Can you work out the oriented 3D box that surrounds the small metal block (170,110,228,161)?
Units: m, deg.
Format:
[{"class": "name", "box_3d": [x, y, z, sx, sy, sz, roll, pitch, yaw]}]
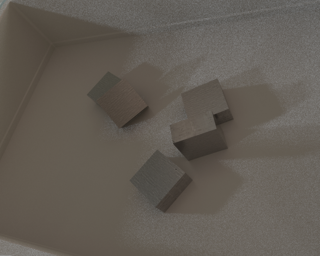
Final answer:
[{"class": "small metal block", "box_3d": [0.046, 0.010, 0.359, 0.050, 0.050, 0.025, -20, 54, 16]}]

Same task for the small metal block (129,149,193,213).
[{"class": "small metal block", "box_3d": [0.001, 0.062, 0.366, 0.050, 0.025, 0.050, -48, 52, -6]}]

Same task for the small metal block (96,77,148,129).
[{"class": "small metal block", "box_3d": [-0.052, -0.034, 0.436, 0.050, 0.025, 0.050, -39, 91, 1]}]

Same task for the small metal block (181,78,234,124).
[{"class": "small metal block", "box_3d": [0.059, -0.028, 0.391, 0.050, 0.025, 0.050, -22, 54, 14]}]

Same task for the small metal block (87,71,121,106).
[{"class": "small metal block", "box_3d": [-0.076, -0.053, 0.476, 0.050, 0.025, 0.050, 35, 81, 38]}]
